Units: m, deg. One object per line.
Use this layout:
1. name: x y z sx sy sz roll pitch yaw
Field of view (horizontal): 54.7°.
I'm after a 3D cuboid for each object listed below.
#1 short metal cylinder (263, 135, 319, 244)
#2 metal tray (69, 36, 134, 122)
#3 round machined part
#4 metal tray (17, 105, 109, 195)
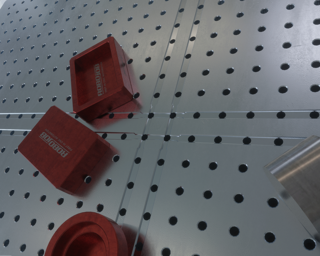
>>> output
1. short metal cylinder: 0.136 0.053 0.269 0.050 0.080 0.080 -35 51 5
2. metal tray: -0.099 -0.083 0.507 0.090 0.030 0.130 -25 53 12
3. round machined part: -0.078 0.148 0.348 0.098 0.042 0.098 -13 56 21
4. metal tray: -0.148 0.028 0.466 0.130 0.030 0.090 28 77 37
